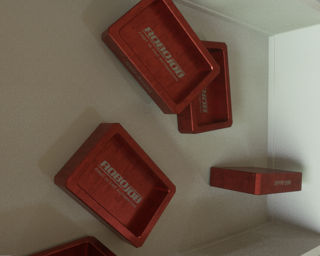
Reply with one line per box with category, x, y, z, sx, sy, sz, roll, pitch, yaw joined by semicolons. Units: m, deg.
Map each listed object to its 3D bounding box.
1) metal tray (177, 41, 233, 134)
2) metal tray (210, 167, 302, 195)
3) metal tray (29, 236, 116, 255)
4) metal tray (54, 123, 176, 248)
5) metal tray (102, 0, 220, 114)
metal tray;0.064;-0.061;0.459;0.091;0.030;0.129;-9;96;-40
metal tray;0.155;0.082;0.497;0.131;0.090;0.030;6;86;-40
metal tray;-0.099;0.148;0.280;0.131;0.090;0.030;-6;103;-40
metal tray;-0.046;0.068;0.366;0.130;0.030;0.090;51;60;-28
metal tray;0.005;-0.092;0.383;0.090;0.030;0.130;-46;109;-17
